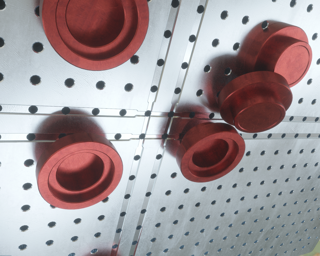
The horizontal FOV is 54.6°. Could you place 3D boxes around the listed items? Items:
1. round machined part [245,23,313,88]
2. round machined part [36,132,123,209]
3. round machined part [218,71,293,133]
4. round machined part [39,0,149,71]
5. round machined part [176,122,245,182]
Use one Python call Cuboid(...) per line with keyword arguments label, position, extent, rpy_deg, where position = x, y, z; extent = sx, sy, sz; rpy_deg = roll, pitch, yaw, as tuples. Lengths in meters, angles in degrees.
Cuboid(label="round machined part", position=(0.172, -0.093, 0.435), extent=(0.099, 0.042, 0.097), rpy_deg=(-14, 125, -21))
Cuboid(label="round machined part", position=(-0.098, 0.047, 0.375), extent=(0.099, 0.042, 0.097), rpy_deg=(-14, 124, -21))
Cuboid(label="round machined part", position=(0.132, -0.028, 0.426), extent=(0.099, 0.042, 0.098), rpy_deg=(-3, 144, -2))
Cuboid(label="round machined part", position=(-0.064, -0.108, 0.298), extent=(0.099, 0.042, 0.097), rpy_deg=(-14, 124, -21))
Cuboid(label="round machined part", position=(0.069, 0.030, 0.448), extent=(0.099, 0.042, 0.097), rpy_deg=(-11, 131, -13))
